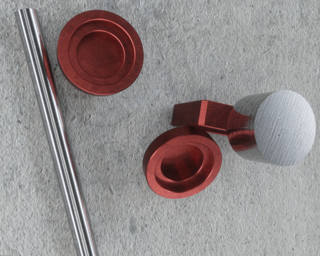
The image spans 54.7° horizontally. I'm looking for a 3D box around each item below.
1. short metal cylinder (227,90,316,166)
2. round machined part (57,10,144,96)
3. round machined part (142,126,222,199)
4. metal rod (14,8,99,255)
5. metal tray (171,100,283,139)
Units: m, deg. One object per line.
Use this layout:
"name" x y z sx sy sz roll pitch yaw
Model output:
"short metal cylinder" 0.123 0.000 0.346 0.081 0.050 0.079 0 90 -20
"round machined part" -0.073 -0.087 0.374 0.099 0.042 0.097 0 90 -21
"round machined part" 0.025 0.040 0.397 0.099 0.042 0.097 -8 121 -13
"metal rod" -0.120 0.013 0.365 0.025 0.025 0.298 -15 95 -20
"metal tray" 0.092 -0.007 0.409 0.131 0.090 0.030 10 87 -20
